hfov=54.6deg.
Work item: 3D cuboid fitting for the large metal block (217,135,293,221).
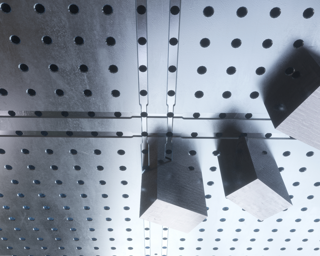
[{"bbox_3d":[0.131,0.070,0.436,0.080,0.080,0.050,36,121,-27],"label":"large metal block"}]

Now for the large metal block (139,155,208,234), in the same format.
[{"bbox_3d":[0.019,0.098,0.458,0.080,0.080,0.050,24,126,-19],"label":"large metal block"}]

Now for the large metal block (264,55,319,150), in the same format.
[{"bbox_3d":[0.190,-0.027,0.374,0.080,0.050,0.080,23,127,-18],"label":"large metal block"}]
